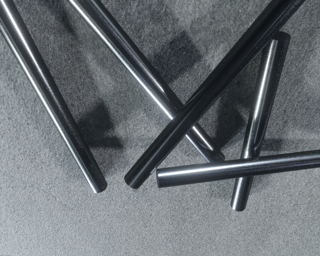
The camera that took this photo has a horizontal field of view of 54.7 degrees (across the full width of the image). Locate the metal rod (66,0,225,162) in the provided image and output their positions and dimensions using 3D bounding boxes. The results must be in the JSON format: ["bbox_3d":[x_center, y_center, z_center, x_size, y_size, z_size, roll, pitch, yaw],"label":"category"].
[{"bbox_3d":[-0.003,-0.047,0.367,0.025,0.025,0.300,-28,125,21],"label":"metal rod"}]

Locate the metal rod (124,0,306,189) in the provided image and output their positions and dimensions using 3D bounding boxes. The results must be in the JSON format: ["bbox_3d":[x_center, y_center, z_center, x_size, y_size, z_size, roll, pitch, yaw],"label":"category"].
[{"bbox_3d":[0.050,-0.034,0.353,0.025,0.025,0.299,29,116,-23],"label":"metal rod"}]

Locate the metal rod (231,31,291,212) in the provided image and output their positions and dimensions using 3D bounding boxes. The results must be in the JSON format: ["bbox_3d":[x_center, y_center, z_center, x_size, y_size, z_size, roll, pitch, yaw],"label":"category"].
[{"bbox_3d":[0.128,0.016,0.422,0.025,0.025,0.298,-1,130,0],"label":"metal rod"}]

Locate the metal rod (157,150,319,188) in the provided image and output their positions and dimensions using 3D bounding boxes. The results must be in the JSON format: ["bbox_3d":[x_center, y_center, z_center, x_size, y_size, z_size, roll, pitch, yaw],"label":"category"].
[{"bbox_3d":[0.146,0.050,0.421,0.302,0.025,0.025,-6,131,-8],"label":"metal rod"}]

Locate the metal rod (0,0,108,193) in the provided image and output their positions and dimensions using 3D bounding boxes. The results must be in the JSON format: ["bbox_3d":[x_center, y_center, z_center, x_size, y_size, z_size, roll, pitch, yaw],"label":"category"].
[{"bbox_3d":[-0.126,-0.019,0.388,0.025,0.025,0.298,-10,130,8],"label":"metal rod"}]
